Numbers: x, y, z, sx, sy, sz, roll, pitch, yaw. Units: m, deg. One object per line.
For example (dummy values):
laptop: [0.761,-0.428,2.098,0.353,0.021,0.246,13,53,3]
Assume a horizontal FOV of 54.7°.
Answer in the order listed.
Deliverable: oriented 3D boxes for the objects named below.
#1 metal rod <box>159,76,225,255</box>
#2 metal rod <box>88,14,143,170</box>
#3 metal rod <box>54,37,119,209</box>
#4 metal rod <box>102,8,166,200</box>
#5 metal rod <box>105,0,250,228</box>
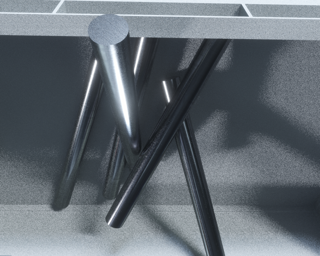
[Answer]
metal rod: [0.050,0.080,0.402,0.025,0.025,0.298,-13,106,10]
metal rod: [-0.033,0.000,0.327,0.025,0.025,0.299,0,156,0]
metal rod: [-0.109,0.016,0.420,0.025,0.025,0.298,16,128,-14]
metal rod: [-0.043,-0.005,0.404,0.025,0.025,0.298,11,129,-10]
metal rod: [0.008,0.000,0.354,0.025,0.025,0.298,22,111,-18]
